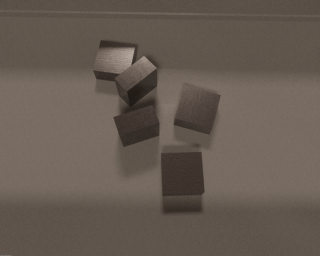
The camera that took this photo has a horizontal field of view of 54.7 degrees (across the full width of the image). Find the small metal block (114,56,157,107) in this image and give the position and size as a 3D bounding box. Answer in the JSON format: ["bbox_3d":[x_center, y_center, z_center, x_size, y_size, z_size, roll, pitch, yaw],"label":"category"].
[{"bbox_3d":[-0.031,-0.062,0.419,0.050,0.050,0.025,-40,75,-13],"label":"small metal block"}]

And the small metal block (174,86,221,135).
[{"bbox_3d":[0.050,-0.024,0.419,0.050,0.025,0.050,16,71,5],"label":"small metal block"}]

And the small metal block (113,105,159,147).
[{"bbox_3d":[-0.029,-0.001,0.397,0.050,0.050,0.025,-18,71,-7],"label":"small metal block"}]

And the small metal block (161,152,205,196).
[{"bbox_3d":[0.027,0.058,0.389,0.050,0.025,0.050,-2,70,-1],"label":"small metal block"}]

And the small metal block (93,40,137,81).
[{"bbox_3d":[-0.063,-0.095,0.443,0.050,0.025,0.050,8,70,2],"label":"small metal block"}]
